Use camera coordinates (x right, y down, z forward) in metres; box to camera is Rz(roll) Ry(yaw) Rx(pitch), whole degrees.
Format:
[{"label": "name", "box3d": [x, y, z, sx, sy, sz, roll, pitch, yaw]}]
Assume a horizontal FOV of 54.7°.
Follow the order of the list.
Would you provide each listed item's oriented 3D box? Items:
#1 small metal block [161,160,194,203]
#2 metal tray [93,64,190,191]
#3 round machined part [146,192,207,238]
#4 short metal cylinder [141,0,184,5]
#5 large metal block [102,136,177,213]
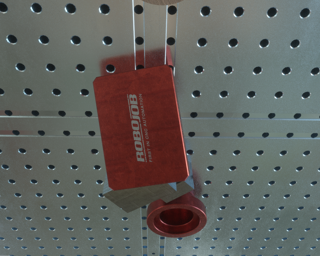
[{"label": "small metal block", "box3d": [0.021, 0.076, 0.460, 0.050, 0.050, 0.025, -32, 123, 24]}, {"label": "metal tray", "box3d": [-0.020, 0.000, 0.356, 0.090, 0.030, 0.129, -9, 88, 7]}, {"label": "round machined part", "box3d": [0.027, 0.140, 0.520, 0.099, 0.042, 0.097, -1, 130, 0]}, {"label": "short metal cylinder", "box3d": [0.002, -0.154, 0.264, 0.081, 0.050, 0.079, 0, 130, 0]}, {"label": "large metal block", "box3d": [-0.026, 0.057, 0.424, 0.080, 0.080, 0.050, -29, 125, 22]}]
